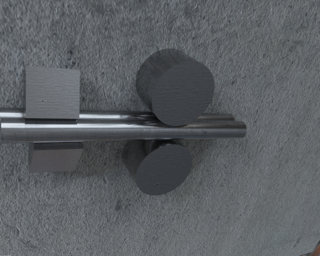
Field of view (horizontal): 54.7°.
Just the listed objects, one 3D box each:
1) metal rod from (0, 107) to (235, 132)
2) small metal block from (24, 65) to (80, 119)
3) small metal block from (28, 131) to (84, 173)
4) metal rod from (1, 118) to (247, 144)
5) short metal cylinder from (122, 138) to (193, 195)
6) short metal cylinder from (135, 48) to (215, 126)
[{"bbox_3d":[-0.030,-0.009,0.386,0.303,0.025,0.025,0,119,-29],"label":"metal rod"},{"bbox_3d":[-0.110,-0.034,0.315,0.050,0.025,0.050,0,91,-28],"label":"small metal block"},{"bbox_3d":[-0.118,0.026,0.347,0.050,0.025,0.050,0,145,-29],"label":"small metal block"},{"bbox_3d":[-0.019,0.002,0.367,0.303,0.025,0.025,0,119,-28],"label":"metal rod"},{"bbox_3d":[-0.004,0.043,0.417,0.081,0.050,0.079,-14,124,-21],"label":"short metal cylinder"},{"bbox_3d":[0.017,-0.049,0.371,0.081,0.050,0.079,-14,124,-21],"label":"short metal cylinder"}]
